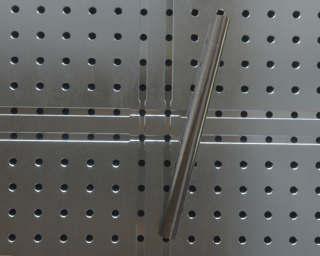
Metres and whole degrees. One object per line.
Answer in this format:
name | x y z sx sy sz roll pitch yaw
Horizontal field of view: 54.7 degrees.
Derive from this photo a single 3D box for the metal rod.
metal rod | 0.046 -0.001 0.413 0.025 0.025 0.298 14 90 -1
